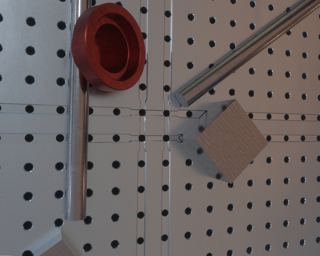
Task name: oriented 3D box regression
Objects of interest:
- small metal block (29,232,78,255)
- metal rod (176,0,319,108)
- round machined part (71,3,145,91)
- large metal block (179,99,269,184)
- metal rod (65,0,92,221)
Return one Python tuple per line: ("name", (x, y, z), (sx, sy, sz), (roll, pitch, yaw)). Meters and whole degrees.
("small metal block", (-0.125, 0.163, 0.367), (0.050, 0.025, 0.050), (-34, 102, -17))
("metal rod", (0.145, -0.125, 0.467), (0.301, 0.025, 0.025), (-37, 102, -17))
("round machined part", (-0.064, -0.092, 0.365), (0.099, 0.042, 0.097), (-2, 93, -54))
("large metal block", (0.089, 0.017, 0.434), (0.080, 0.050, 0.080), (-43, 104, -15))
("metal rod", (-0.099, -0.040, 0.376), (0.025, 0.025, 0.298), (2, 90, -20))
